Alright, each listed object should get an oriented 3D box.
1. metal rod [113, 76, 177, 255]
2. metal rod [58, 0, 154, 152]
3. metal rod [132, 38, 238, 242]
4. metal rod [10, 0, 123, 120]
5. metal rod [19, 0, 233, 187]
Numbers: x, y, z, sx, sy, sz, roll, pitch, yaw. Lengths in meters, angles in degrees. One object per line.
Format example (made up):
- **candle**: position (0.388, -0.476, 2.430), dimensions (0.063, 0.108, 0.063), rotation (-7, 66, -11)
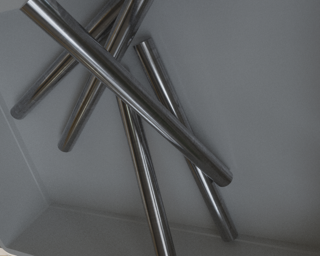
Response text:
- **metal rod**: position (-0.013, 0.077, 0.385), dimensions (0.025, 0.025, 0.298), rotation (-17, 86, 34)
- **metal rod**: position (-0.085, -0.052, 0.401), dimensions (0.025, 0.025, 0.298), rotation (41, 134, 0)
- **metal rod**: position (0.040, 0.029, 0.403), dimensions (0.025, 0.025, 0.299), rotation (-13, 112, 33)
- **metal rod**: position (-0.132, -0.085, 0.423), dimensions (0.299, 0.025, 0.025), rotation (-30, 102, 37)
- **metal rod**: position (-0.008, -0.017, 0.323), dimensions (0.025, 0.025, 0.300), rotation (-20, 133, 35)
